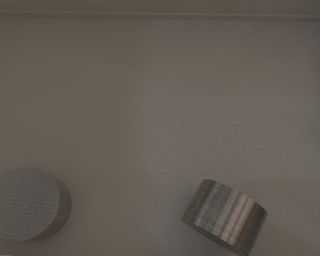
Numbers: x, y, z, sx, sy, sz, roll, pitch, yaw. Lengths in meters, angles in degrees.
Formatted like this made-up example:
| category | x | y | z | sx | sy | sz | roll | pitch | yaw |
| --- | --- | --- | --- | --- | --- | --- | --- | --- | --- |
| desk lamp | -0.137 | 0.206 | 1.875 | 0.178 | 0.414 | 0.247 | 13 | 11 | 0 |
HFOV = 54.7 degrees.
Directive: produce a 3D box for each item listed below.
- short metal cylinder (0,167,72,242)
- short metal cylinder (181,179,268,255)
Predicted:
| category | x | y | z | sx | sy | sz | roll | pitch | yaw |
| --- | --- | --- | --- | --- | --- | --- | --- | --- | --- |
| short metal cylinder | -0.150 | 0.090 | 0.362 | 0.081 | 0.050 | 0.080 | 0 | 70 | 0 |
| short metal cylinder | 0.071 | 0.100 | 0.345 | 0.080 | 0.080 | 0.050 | 29 | 73 | 10 |
